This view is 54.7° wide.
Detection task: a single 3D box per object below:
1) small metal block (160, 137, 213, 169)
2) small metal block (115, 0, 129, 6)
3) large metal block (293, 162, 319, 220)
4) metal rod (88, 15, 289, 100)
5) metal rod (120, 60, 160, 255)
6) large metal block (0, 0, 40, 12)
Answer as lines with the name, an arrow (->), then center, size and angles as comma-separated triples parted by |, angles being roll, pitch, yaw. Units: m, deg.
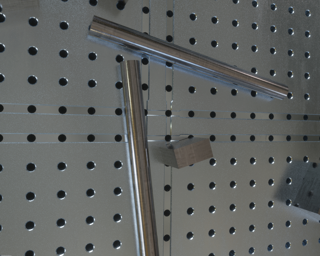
small metal block -> 0.034, 0.032, 0.412 | 0.050, 0.050, 0.025 | -16, 96, -19
small metal block -> -0.054, -0.182, 0.379 | 0.050, 0.050, 0.025 | 28, 81, -18
large metal block -> 0.277, 0.111, 0.501 | 0.080, 0.050, 0.080 | 30, 80, -18
metal rod -> 0.053, -0.091, 0.431 | 0.302, 0.025, 0.025 | 14, 85, -20
metal rod -> -0.024, 0.063, 0.403 | 0.025, 0.025, 0.298 | -7, 92, -20
large metal block -> -0.183, -0.172, 0.331 | 0.081, 0.050, 0.080 | -18, 96, -19
